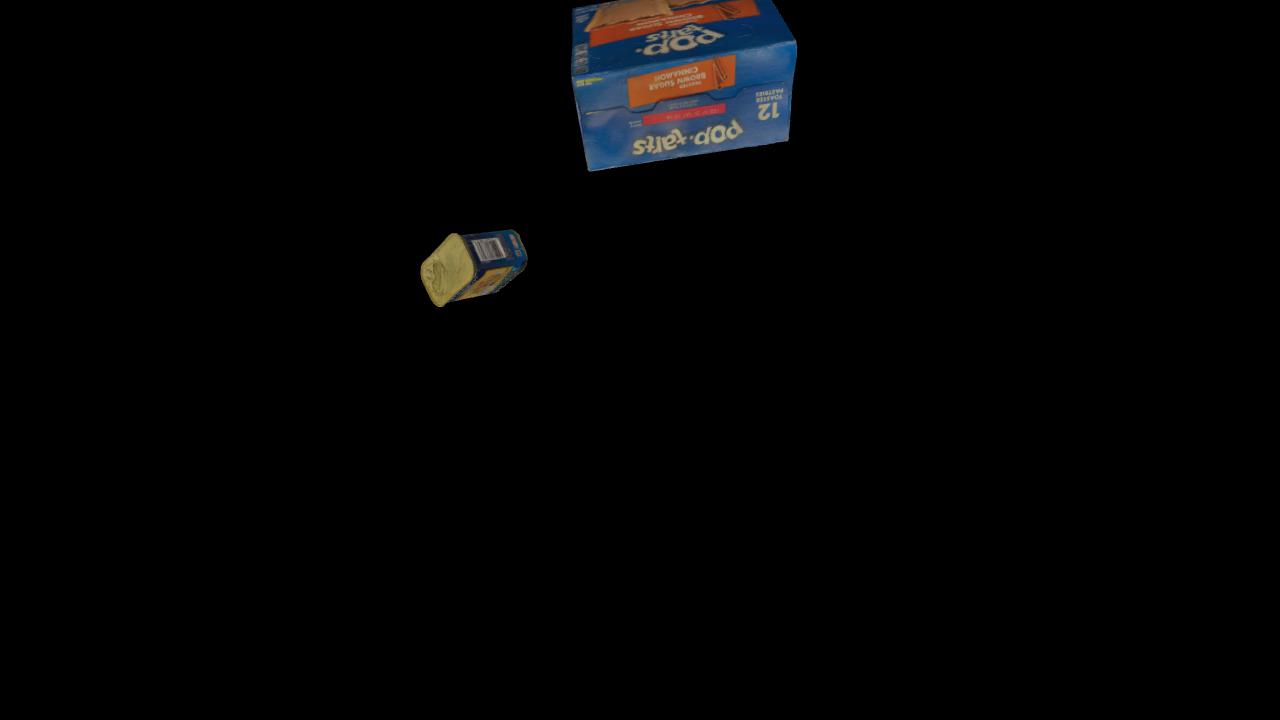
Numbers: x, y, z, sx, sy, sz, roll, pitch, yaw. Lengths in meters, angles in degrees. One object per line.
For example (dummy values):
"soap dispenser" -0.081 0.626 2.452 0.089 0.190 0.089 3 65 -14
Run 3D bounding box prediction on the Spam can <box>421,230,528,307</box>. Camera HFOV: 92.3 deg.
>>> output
"Spam can" -0.195 -0.110 0.728 0.101 0.058 0.085 -27 -4 41

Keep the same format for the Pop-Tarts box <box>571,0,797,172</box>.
"Pop-Tarts box" 0.030 -0.242 0.516 0.167 0.141 0.083 -8 -41 4
